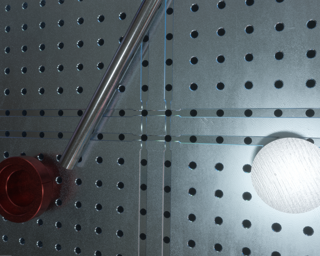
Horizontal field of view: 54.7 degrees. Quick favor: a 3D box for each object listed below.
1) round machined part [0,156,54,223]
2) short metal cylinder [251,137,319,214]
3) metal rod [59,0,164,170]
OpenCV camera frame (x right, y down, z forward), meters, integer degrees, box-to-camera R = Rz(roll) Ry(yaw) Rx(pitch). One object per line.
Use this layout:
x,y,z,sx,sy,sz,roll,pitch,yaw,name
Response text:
-0.205,0.091,0.474,0.098,0.042,0.097,0,90,19,round machined part
0.146,0.050,0.348,0.080,0.050,0.079,0,90,19,short metal cylinder
-0.065,-0.073,0.434,0.025,0.025,0.299,33,100,16,metal rod
